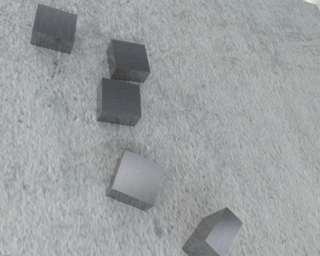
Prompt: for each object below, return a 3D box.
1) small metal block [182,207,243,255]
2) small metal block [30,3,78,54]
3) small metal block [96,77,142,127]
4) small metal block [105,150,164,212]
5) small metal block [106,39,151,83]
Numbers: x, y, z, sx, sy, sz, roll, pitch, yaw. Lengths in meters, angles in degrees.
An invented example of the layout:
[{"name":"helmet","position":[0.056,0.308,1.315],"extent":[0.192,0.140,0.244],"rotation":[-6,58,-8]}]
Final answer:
[{"name":"small metal block","position":[0.058,0.121,0.347],"extent":[0.025,0.050,0.050],"rotation":[46,51,3]},{"name":"small metal block","position":[-0.139,-0.131,0.409],"extent":[0.050,0.025,0.050],"rotation":[11,57,-23]},{"name":"small metal block","position":[-0.053,-0.033,0.396],"extent":[0.050,0.025,0.050],"rotation":[9,58,-24]},{"name":"small metal block","position":[-0.028,0.060,0.353],"extent":[0.050,0.025,0.050],"rotation":[25,53,-13]},{"name":"small metal block","position":[-0.045,-0.094,0.438],"extent":[0.050,0.025,0.050],"rotation":[3,61,-27]}]
